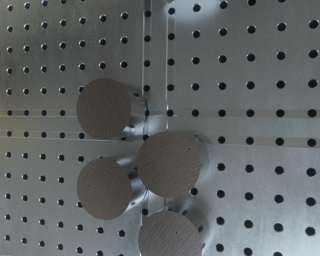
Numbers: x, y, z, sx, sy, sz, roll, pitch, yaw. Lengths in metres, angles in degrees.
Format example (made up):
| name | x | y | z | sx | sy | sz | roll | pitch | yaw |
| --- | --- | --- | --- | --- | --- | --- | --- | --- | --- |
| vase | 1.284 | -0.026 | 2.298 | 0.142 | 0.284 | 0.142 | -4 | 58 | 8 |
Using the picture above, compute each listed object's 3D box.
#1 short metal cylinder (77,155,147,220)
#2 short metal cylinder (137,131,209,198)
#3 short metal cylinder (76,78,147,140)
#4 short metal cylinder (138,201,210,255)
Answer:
| name | x | y | z | sx | sy | sz | roll | pitch | yaw |
| --- | --- | --- | --- | --- | --- | --- | --- | --- | --- |
| short metal cylinder | -0.064 | 0.079 | 0.422 | 0.080 | 0.050 | 0.079 | 0 | 90 | 20 |
| short metal cylinder | 0.018 | 0.044 | 0.393 | 0.080 | 0.050 | 0.079 | 0 | 90 | 20 |
| short metal cylinder | -0.065 | -0.025 | 0.422 | 0.080 | 0.050 | 0.079 | 0 | 90 | 20 |
| short metal cylinder | 0.019 | 0.138 | 0.392 | 0.080 | 0.050 | 0.079 | 0 | 90 | 20 |
